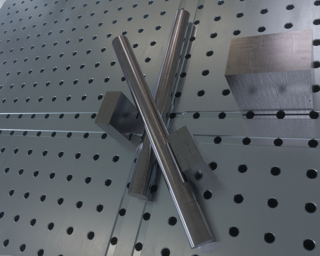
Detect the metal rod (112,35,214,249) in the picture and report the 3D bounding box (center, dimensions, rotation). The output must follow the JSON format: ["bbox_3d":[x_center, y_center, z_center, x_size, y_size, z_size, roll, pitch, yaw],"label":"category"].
[{"bbox_3d":[-0.008,-0.004,0.384,0.025,0.025,0.299,-28,61,10],"label":"metal rod"}]

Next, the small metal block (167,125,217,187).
[{"bbox_3d":[0.037,0.033,0.353,0.025,0.050,0.050,-30,52,9],"label":"small metal block"}]

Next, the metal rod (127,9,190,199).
[{"bbox_3d":[0.005,-0.050,0.436,0.025,0.025,0.300,-1,61,28],"label":"metal rod"}]

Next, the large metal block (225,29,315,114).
[{"bbox_3d":[0.125,-0.057,0.343,0.080,0.080,0.050,1,62,28],"label":"large metal block"}]

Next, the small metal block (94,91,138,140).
[{"bbox_3d":[-0.059,-0.017,0.434,0.025,0.050,0.050,2,63,29],"label":"small metal block"}]
